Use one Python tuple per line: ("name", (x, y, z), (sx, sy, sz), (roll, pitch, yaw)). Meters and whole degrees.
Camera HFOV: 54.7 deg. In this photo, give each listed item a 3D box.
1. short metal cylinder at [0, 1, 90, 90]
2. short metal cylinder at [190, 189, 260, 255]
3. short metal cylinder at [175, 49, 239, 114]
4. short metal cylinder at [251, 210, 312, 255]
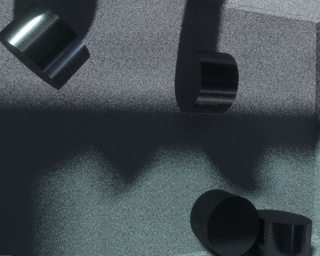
("short metal cylinder", (-0.124, -0.087, 0.335), (0.080, 0.080, 0.050), (42, 77, -15))
("short metal cylinder", (0.089, 0.130, 0.430), (0.081, 0.050, 0.080), (0, 90, -20))
("short metal cylinder", (0.058, -0.059, 0.402), (0.050, 0.080, 0.080), (1, 90, -20))
("short metal cylinder", (0.173, 0.152, 0.445), (0.081, 0.080, 0.050), (4, 89, -20))
